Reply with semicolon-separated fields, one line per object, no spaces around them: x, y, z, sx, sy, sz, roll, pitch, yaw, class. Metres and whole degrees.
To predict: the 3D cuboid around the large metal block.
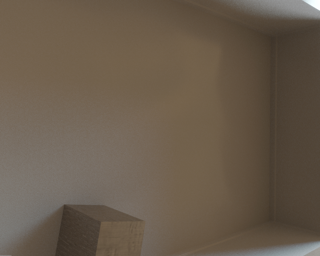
-0.065;0.127;0.317;0.050;0.080;0.080;14;81;-39;large metal block
